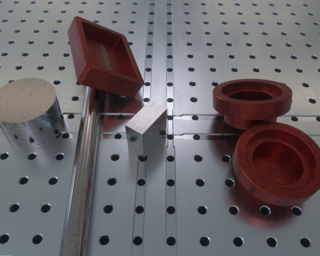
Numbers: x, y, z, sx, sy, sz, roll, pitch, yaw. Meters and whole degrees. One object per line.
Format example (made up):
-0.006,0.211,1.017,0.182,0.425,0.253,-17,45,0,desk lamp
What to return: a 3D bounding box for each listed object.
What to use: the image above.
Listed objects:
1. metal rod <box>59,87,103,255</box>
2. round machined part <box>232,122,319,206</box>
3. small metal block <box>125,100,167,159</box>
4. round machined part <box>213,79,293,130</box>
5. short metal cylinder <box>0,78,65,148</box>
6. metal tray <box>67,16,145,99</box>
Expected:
-0.092,0.015,0.393,0.025,0.025,0.300,-2,50,-2,metal rod
0.133,0.044,0.357,0.099,0.042,0.098,1,54,-1,round machined part
-0.016,0.002,0.389,0.025,0.050,0.050,28,56,22,small metal block
0.119,-0.030,0.407,0.099,0.042,0.098,-4,26,2,round machined part
-0.172,-0.021,0.407,0.080,0.050,0.080,0,50,0,short metal cylinder
-0.083,-0.107,0.463,0.091,0.030,0.130,12,41,-36,metal tray
